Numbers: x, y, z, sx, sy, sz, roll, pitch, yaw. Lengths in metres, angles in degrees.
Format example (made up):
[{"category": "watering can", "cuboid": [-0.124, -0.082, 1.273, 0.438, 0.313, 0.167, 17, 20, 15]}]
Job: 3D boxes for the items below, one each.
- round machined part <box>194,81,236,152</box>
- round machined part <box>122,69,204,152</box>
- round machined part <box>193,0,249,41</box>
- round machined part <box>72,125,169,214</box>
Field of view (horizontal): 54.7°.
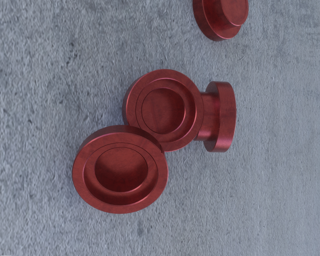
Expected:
[{"category": "round machined part", "cuboid": [0.068, -0.015, 0.425, 0.042, 0.098, 0.097, 2, 89, -6]}, {"category": "round machined part", "cuboid": [0.001, -0.021, 0.382, 0.099, 0.042, 0.097, -1, 92, -21]}, {"category": "round machined part", "cuboid": [0.099, -0.187, 0.476, 0.099, 0.042, 0.097, 0, 90, -40]}, {"category": "round machined part", "cuboid": [-0.042, 0.041, 0.337, 0.099, 0.042, 0.097, -2, 113, -5]}]
